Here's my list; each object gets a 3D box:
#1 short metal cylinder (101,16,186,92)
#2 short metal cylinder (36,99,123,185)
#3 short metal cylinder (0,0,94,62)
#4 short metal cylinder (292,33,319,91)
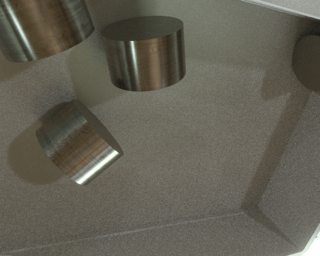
[{"bbox_3d":[-0.015,-0.078,0.316,0.081,0.080,0.050,-19,126,-18],"label":"short metal cylinder"},{"bbox_3d":[-0.085,0.015,0.336,0.050,0.080,0.080,-40,129,-1],"label":"short metal cylinder"},{"bbox_3d":[-0.102,-0.096,0.258,0.080,0.080,0.050,-25,128,-13],"label":"short metal cylinder"},{"bbox_3d":[0.239,-0.098,0.443,0.050,0.080,0.079,-19,126,-17],"label":"short metal cylinder"}]
